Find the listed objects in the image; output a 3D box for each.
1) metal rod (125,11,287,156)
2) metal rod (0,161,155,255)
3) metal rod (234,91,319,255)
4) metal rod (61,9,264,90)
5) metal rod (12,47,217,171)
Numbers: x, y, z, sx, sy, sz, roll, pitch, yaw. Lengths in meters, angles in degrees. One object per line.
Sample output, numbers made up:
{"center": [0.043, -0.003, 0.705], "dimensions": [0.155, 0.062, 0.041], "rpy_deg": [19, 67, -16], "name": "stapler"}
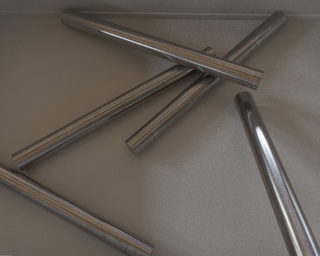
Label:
{"center": [0.072, -0.070, 0.435], "dimensions": [0.301, 0.025, 0.025], "rpy_deg": [-41, 75, -14], "name": "metal rod"}
{"center": [-0.146, 0.082, 0.378], "dimensions": [0.301, 0.025, 0.025], "rpy_deg": [25, 72, 9], "name": "metal rod"}
{"center": [0.119, 0.058, 0.314], "dimensions": [0.025, 0.025, 0.300], "rpy_deg": [-2, 41, -1], "name": "metal rod"}
{"center": [-0.008, -0.114, 0.430], "dimensions": [0.301, 0.025, 0.025], "rpy_deg": [22, 71, 16], "name": "metal rod"}
{"center": [-0.053, -0.031, 0.420], "dimensions": [0.301, 0.025, 0.025], "rpy_deg": [-30, 73, -11], "name": "metal rod"}
